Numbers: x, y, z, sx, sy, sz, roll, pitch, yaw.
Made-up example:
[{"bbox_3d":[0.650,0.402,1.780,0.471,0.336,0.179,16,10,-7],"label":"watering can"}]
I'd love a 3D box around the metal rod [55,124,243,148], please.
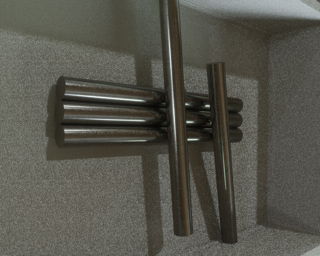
[{"bbox_3d":[0.012,0.010,0.417,0.302,0.025,0.025,1,90,-40],"label":"metal rod"}]

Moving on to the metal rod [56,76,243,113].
[{"bbox_3d":[0.013,-0.039,0.418,0.302,0.025,0.025,1,90,-40],"label":"metal rod"}]

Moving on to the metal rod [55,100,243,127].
[{"bbox_3d":[0.012,-0.015,0.417,0.302,0.025,0.025,1,90,-40],"label":"metal rod"}]

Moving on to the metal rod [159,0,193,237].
[{"bbox_3d":[0.021,-0.013,0.391,0.025,0.025,0.298,-7,94,-40],"label":"metal rod"}]

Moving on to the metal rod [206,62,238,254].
[{"bbox_3d":[0.095,0.054,0.461,0.025,0.025,0.298,-20,110,-38],"label":"metal rod"}]
